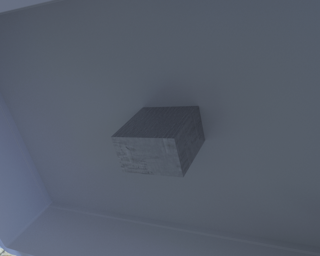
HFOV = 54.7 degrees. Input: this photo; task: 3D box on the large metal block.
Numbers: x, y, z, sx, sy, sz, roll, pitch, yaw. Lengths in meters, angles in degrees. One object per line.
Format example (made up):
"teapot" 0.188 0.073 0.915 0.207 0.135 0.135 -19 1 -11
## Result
"large metal block" 0.001 0.013 0.379 0.080 0.080 0.050 0 119 28
